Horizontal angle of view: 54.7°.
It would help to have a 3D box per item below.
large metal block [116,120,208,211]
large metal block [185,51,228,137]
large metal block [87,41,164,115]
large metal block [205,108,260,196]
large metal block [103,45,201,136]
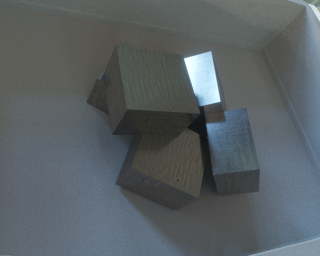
[{"bbox_3d":[0.005,0.039,0.364,0.080,0.050,0.080,27,52,-12],"label":"large metal block"},{"bbox_3d":[0.059,-0.042,0.419,0.080,0.050,0.080,53,29,-55],"label":"large metal block"},{"bbox_3d":[-0.035,-0.053,0.403,0.080,0.050,0.080,32,51,-8],"label":"large metal block"},{"bbox_3d":[0.091,0.033,0.391,0.050,0.080,0.080,-9,59,11],"label":"large metal block"},{"bbox_3d":[-0.012,-0.039,0.340,0.081,0.050,0.080,2,60,-26],"label":"large metal block"}]
